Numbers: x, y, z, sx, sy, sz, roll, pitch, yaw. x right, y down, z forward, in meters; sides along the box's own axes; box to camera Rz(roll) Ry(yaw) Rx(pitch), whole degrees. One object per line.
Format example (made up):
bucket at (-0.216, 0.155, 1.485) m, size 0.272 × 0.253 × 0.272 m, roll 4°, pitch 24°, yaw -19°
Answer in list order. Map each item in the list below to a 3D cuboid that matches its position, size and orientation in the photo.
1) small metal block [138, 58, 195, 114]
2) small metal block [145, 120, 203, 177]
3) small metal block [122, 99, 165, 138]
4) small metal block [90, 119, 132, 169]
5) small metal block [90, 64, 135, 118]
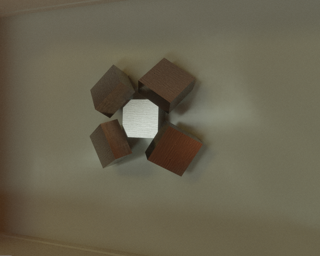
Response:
small metal block at (0.008, -0.054, 0.393) m, size 0.050 × 0.025 × 0.050 m, roll 37°, pitch 64°, yaw 16°
small metal block at (0.017, 0.026, 0.390) m, size 0.050 × 0.025 × 0.050 m, roll 29°, pitch 101°, yaw -17°
small metal block at (-0.022, -0.012, 0.415) m, size 0.050 × 0.025 × 0.050 m, roll 2°, pitch 91°, yaw 20°
small metal block at (-0.068, 0.022, 0.420) m, size 0.050 × 0.025 × 0.050 m, roll -36°, pitch 76°, yaw 55°
small metal block at (-0.065, -0.050, 0.418) m, size 0.050 × 0.025 × 0.050 m, roll -44°, pitch 39°, yaw 15°
